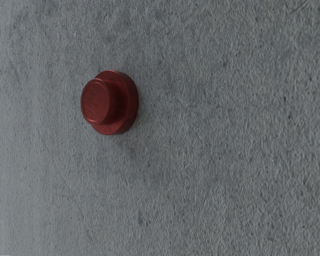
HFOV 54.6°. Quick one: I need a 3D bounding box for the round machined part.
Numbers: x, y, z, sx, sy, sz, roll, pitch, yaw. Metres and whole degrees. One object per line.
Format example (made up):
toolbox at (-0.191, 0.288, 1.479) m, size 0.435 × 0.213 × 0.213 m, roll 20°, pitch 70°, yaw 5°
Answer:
round machined part at (-0.081, -0.038, 0.463) m, size 0.098 × 0.042 × 0.097 m, roll 0°, pitch 90°, yaw 40°
